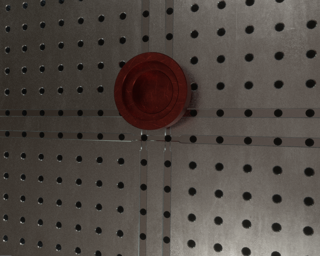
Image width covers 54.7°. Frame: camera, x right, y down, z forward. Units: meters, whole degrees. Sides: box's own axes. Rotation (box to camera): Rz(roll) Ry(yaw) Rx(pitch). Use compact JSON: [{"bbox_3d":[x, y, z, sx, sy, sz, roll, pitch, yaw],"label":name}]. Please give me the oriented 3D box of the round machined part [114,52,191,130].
[{"bbox_3d":[-0.007,-0.046,0.405,0.098,0.042,0.097,0,90,19],"label":"round machined part"}]
